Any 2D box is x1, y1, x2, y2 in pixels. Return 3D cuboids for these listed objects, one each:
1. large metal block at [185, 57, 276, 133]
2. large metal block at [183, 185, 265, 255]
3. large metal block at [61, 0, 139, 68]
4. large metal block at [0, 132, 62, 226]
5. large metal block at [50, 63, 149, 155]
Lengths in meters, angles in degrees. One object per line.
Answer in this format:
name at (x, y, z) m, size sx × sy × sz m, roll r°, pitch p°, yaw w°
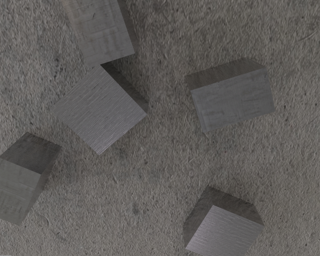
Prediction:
large metal block at (0.078, -0.042, 0.365) m, size 0.080 × 0.080 × 0.050 m, roll -17°, pitch 109°, yaw 6°
large metal block at (0.089, 0.142, 0.450) m, size 0.080 × 0.050 × 0.080 m, roll 24°, pitch 108°, yaw -9°
large metal block at (-0.061, -0.117, 0.337) m, size 0.050 × 0.080 × 0.080 m, roll -17°, pitch 109°, yaw 6°
large metal block at (-0.177, 0.063, 0.402) m, size 0.050 × 0.080 × 0.080 m, roll 25°, pitch 108°, yaw -9°
large metal block at (-0.071, -0.028, 0.385) m, size 0.080 × 0.050 × 0.080 m, roll -40°, pitch 106°, yaw 13°
